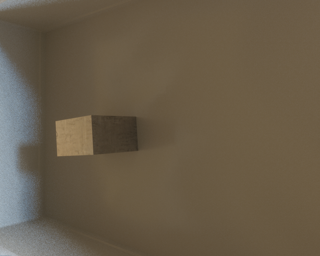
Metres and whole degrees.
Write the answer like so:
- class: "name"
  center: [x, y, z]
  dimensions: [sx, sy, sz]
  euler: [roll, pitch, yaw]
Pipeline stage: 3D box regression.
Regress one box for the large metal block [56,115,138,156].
- class: "large metal block"
  center: [-0.090, 0.012, 0.442]
  dimensions: [0.080, 0.081, 0.050]
  euler: [-6, 86, 39]
